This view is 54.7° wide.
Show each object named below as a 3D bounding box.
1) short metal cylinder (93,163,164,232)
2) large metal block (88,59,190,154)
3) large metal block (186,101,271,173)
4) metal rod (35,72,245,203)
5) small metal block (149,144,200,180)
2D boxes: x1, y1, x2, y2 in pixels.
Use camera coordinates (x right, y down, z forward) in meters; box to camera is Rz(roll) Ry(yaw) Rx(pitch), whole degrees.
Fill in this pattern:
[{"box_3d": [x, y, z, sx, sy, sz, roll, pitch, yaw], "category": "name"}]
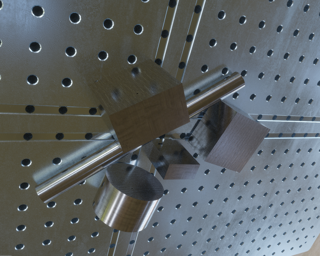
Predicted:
[{"box_3d": [-0.042, 0.090, 0.409, 0.081, 0.080, 0.050, 12, 112, -34], "category": "short metal cylinder"}, {"box_3d": [-0.025, -0.028, 0.347, 0.080, 0.080, 0.050, -25, 128, -13], "category": "large metal block"}, {"box_3d": [0.100, 0.012, 0.456, 0.080, 0.050, 0.080, 21, 107, -36], "category": "large metal block"}, {"box_3d": [-0.018, 0.007, 0.406, 0.301, 0.025, 0.025, -30, 129, -9], "category": "metal rod"}, {"box_3d": [0.020, 0.048, 0.437, 0.050, 0.050, 0.025, 5, 116, -31], "category": "small metal block"}]
